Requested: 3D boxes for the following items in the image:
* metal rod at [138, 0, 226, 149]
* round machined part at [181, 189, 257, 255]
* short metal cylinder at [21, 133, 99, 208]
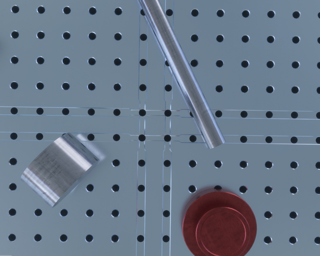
[{"bbox_3d":[0.013,-0.112,0.413,0.025,0.025,0.299,-25,90,0],"label":"metal rod"},{"bbox_3d":[0.079,0.132,0.406,0.099,0.042,0.097,0,90,-1],"label":"round machined part"},{"bbox_3d":[-0.122,0.052,0.384,0.050,0.080,0.080,43,90,-1],"label":"short metal cylinder"}]
